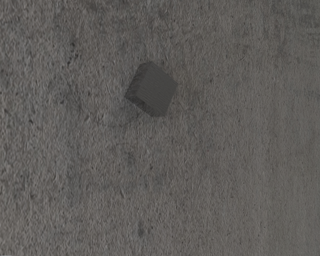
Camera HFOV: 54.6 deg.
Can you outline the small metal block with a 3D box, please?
[{"bbox_3d":[-0.010,-0.048,0.395,0.050,0.025,0.050,35,68,-34],"label":"small metal block"}]
